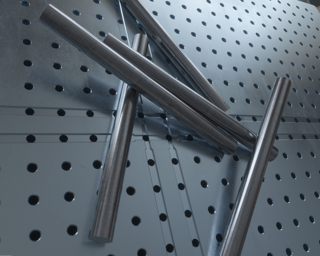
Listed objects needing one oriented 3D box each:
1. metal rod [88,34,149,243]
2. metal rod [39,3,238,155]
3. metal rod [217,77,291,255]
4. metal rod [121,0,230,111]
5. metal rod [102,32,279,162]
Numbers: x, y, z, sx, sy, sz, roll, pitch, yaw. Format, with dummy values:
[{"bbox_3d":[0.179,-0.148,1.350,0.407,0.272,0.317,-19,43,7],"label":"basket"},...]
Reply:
[{"bbox_3d":[-0.044,-0.012,0.392,0.025,0.025,0.300,19,54,-18],"label":"metal rod"},{"bbox_3d":[-0.014,-0.052,0.403,0.301,0.025,0.025,34,51,-18],"label":"metal rod"},{"bbox_3d":[0.138,0.042,0.429,0.025,0.025,0.300,33,60,-8],"label":"metal rod"},{"bbox_3d":[0.007,-0.140,0.499,0.025,0.025,0.300,-32,80,-38],"label":"metal rod"},{"bbox_3d":[0.051,-0.036,0.438,0.301,0.025,0.025,32,51,-16],"label":"metal rod"}]
